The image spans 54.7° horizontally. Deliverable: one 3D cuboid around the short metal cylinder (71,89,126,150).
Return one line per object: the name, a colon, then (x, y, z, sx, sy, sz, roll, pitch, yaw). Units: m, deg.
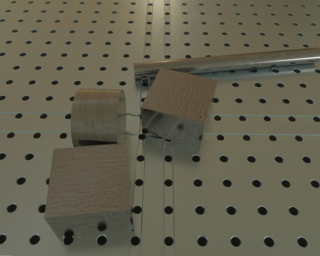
short metal cylinder: (-0.071, -0.008, 0.378, 0.050, 0.080, 0.080, 2, 50, 1)

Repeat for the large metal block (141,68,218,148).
large metal block: (0.027, -0.029, 0.416, 0.080, 0.050, 0.080, 14, 51, 11)

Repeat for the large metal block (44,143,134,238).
large metal block: (-0.072, 0.066, 0.335, 0.081, 0.050, 0.080, -5, 50, -5)

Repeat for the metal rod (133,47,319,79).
metal rod: (0.109, -0.104, 0.496, 0.302, 0.025, 0.025, -6, 50, -6)
